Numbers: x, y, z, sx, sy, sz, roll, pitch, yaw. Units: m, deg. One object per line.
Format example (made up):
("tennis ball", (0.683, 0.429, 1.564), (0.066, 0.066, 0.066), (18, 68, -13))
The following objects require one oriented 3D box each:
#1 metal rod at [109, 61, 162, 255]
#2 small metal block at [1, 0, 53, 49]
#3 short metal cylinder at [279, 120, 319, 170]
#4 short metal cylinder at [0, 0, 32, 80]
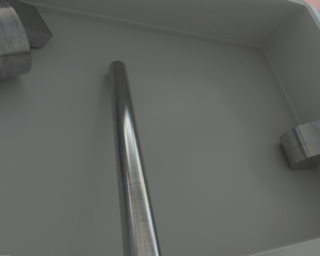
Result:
("metal rod", (-0.034, 0.007, 0.309), (0.025, 0.025, 0.300), (14, 32, -21))
("small metal block", (-0.169, -0.129, 0.380), (0.050, 0.025, 0.050), (57, 22, 12))
("short metal cylinder", (0.236, 0.028, 0.483), (0.081, 0.080, 0.050), (2, 61, -28))
("short metal cylinder", (-0.181, -0.090, 0.328), (0.050, 0.080, 0.080), (-27, 77, -37))
